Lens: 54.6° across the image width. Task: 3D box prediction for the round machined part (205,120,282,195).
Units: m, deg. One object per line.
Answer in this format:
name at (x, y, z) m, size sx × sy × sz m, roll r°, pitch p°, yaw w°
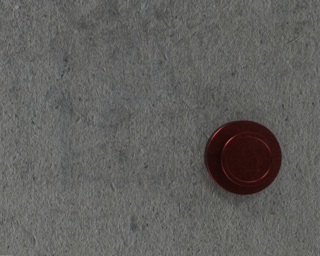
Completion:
round machined part at (0.109, 0.039, 0.402) m, size 0.099 × 0.042 × 0.097 m, roll 0°, pitch 90°, yaw 0°
